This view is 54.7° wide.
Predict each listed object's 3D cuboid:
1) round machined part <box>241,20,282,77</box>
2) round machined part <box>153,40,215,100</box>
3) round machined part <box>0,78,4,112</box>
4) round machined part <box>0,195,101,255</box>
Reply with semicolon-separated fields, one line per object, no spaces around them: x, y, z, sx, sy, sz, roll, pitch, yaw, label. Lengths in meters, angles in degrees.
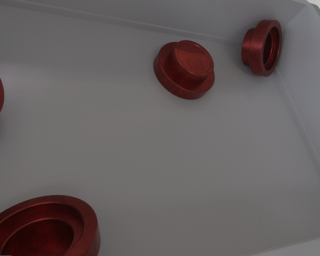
0.180;-0.143;0.557;0.042;0.097;0.099;16;40;36;round machined part
0.043;-0.096;0.476;0.099;0.042;0.098;14;56;-21;round machined part
-0.205;-0.035;0.289;0.098;0.042;0.098;38;40;-41;round machined part
-0.099;0.103;0.257;0.099;0.042;0.098;-3;26;2;round machined part
